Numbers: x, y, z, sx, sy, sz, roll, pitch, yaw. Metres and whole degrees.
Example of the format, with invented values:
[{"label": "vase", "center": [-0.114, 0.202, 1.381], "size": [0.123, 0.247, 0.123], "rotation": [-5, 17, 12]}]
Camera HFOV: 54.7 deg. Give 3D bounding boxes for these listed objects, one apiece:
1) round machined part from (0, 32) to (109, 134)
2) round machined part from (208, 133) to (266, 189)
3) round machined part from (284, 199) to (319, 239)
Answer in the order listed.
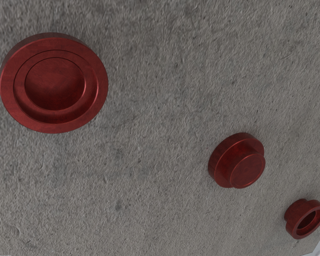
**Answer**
[{"label": "round machined part", "center": [-0.105, -0.046, 0.309], "size": [0.099, 0.042, 0.097], "rotation": [-14, 124, -21]}, {"label": "round machined part", "center": [0.131, 0.060, 0.504], "size": [0.099, 0.042, 0.097], "rotation": [-14, 124, -21]}, {"label": "round machined part", "center": [0.319, 0.197, 0.692], "size": [0.099, 0.042, 0.097], "rotation": [-14, 124, -21]}]
